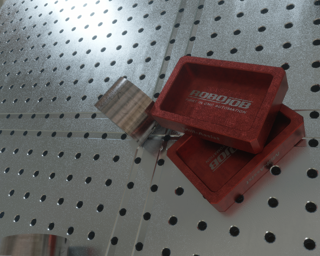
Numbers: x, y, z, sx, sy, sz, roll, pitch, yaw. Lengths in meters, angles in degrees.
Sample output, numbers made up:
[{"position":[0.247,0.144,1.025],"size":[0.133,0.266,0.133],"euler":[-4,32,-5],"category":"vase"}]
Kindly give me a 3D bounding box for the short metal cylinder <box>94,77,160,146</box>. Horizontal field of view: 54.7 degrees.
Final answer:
[{"position":[-0.039,-0.021,0.407],"size":[0.050,0.080,0.080],"euler":[-49,52,-6],"category":"short metal cylinder"}]

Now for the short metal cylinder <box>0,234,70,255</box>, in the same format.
[{"position":[-0.147,0.157,0.354],"size":[0.080,0.080,0.050],"euler":[-18,55,18],"category":"short metal cylinder"}]

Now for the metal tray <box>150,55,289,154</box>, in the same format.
[{"position":[0.064,-0.032,0.351],"size":[0.130,0.030,0.090],"euler":[17,70,34],"category":"metal tray"}]

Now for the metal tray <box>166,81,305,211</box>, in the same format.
[{"position":[0.083,0.017,0.351],"size":[0.130,0.030,0.090],"euler":[-43,51,-2],"category":"metal tray"}]
